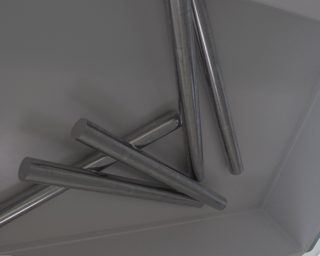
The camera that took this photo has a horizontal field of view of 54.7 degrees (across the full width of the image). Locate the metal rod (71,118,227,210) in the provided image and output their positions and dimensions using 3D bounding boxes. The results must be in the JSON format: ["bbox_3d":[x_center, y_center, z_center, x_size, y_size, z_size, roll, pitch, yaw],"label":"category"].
[{"bbox_3d":[0.009,0.063,0.422,0.025,0.025,0.301,-50,132,7],"label":"metal rod"}]

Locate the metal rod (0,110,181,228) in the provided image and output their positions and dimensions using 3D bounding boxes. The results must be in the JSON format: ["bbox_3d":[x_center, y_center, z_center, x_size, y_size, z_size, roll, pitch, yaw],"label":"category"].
[{"bbox_3d":[-0.105,0.058,0.386,0.301,0.025,0.025,-29,128,-10],"label":"metal rod"}]

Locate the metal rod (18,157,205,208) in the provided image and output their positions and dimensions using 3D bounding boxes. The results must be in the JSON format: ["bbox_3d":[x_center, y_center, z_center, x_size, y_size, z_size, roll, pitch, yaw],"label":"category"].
[{"bbox_3d":[-0.035,0.081,0.416,0.302,0.025,0.025,22,107,-44],"label":"metal rod"}]

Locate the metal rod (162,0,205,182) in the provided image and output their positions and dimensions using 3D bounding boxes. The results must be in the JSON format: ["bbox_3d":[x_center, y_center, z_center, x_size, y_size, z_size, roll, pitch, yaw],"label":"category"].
[{"bbox_3d":[0.036,-0.022,0.377,0.025,0.025,0.299,-27,139,-12],"label":"metal rod"}]

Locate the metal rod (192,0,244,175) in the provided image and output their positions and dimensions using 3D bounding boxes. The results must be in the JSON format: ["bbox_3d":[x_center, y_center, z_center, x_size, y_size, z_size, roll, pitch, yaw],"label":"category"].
[{"bbox_3d":[0.081,-0.038,0.428,0.025,0.025,0.299,-31,129,-9],"label":"metal rod"}]
